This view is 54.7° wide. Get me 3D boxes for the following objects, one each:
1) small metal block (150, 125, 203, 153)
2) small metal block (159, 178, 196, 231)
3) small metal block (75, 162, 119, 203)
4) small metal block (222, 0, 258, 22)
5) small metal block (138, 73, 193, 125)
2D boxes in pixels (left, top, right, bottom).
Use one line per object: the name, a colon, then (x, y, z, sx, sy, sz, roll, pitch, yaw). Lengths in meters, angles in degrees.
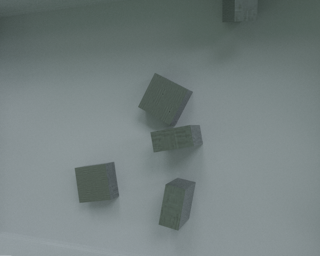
small metal block: (0.022, 0.013, 0.389, 0.050, 0.050, 0.025, -11, 87, 19)
small metal block: (0.023, 0.094, 0.389, 0.025, 0.050, 0.050, 11, 94, 20)
small metal block: (-0.090, 0.077, 0.442, 0.050, 0.025, 0.050, -10, 87, 19)
small metal block: (0.091, -0.148, 0.355, 0.025, 0.050, 0.050, -4, 108, -3)
small metal block: (0.007, -0.038, 0.408, 0.050, 0.025, 0.050, 30, 100, 17)
